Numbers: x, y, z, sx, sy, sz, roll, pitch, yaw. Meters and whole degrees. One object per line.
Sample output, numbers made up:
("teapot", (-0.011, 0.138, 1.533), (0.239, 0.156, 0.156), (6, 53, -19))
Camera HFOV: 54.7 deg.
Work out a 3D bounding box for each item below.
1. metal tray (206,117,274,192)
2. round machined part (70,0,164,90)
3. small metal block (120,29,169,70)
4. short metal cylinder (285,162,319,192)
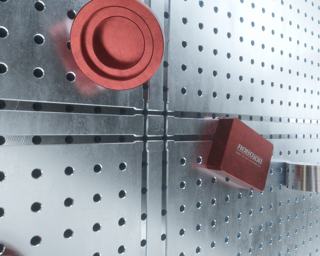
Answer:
("metal tray", (0.140, 0.047, 0.527), (0.131, 0.030, 0.090), (29, 72, -37))
("round machined part", (-0.043, -0.094, 0.340), (0.042, 0.098, 0.098), (-80, 148, -66))
("small metal block", (-0.022, -0.108, 0.392), (0.050, 0.025, 0.050), (38, 67, -34))
("short metal cylinder", (0.298, 0.098, 0.628), (0.081, 0.080, 0.050), (4, 88, -40))
